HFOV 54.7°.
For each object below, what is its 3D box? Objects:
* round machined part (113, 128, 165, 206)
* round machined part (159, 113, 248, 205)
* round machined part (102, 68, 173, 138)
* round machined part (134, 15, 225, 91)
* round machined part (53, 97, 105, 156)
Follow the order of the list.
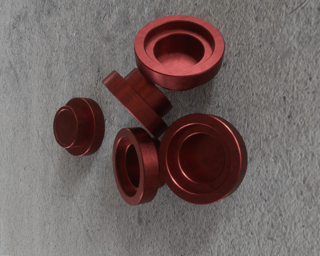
[{"bbox_3d":[-0.024,0.047,0.400,0.098,0.042,0.097,12,104,59],"label":"round machined part"},{"bbox_3d":[0.051,0.033,0.348,0.098,0.042,0.097,0,89,33],"label":"round machined part"},{"bbox_3d":[-0.022,-0.036,0.384,0.042,0.098,0.098,-44,60,0],"label":"round machined part"},{"bbox_3d":[0.021,-0.081,0.353,0.098,0.099,0.042,51,161,28],"label":"round machined part"},{"bbox_3d":[-0.139,-0.002,0.509,0.098,0.042,0.097,0,90,40],"label":"round machined part"}]
